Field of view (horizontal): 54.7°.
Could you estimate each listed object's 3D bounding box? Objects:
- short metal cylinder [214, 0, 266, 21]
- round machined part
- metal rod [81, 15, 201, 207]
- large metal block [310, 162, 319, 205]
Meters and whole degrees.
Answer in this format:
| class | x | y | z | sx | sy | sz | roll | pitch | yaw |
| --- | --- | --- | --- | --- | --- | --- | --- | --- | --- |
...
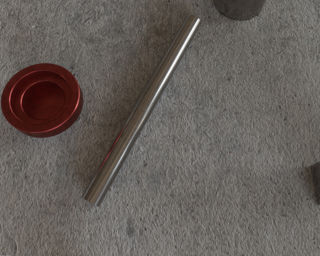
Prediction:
| class | x | y | z | sx | sy | sz | roll | pitch | yaw |
| --- | --- | --- | --- | --- | --- | --- | --- | --- | --- |
| short metal cylinder | 0.126 | -0.213 | 0.474 | 0.081 | 0.050 | 0.080 | 0 | 70 | 0 |
| round machined part | -0.151 | -0.033 | 0.410 | 0.099 | 0.042 | 0.098 | 0 | 70 | 0 |
| metal rod | -0.017 | -0.036 | 0.421 | 0.025 | 0.025 | 0.300 | 25 | 72 | 9 |
| large metal block | 0.237 | 0.059 | 0.359 | 0.081 | 0.080 | 0.050 | 0 | 70 | 0 |
